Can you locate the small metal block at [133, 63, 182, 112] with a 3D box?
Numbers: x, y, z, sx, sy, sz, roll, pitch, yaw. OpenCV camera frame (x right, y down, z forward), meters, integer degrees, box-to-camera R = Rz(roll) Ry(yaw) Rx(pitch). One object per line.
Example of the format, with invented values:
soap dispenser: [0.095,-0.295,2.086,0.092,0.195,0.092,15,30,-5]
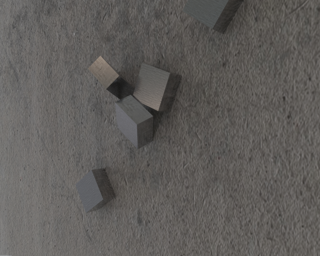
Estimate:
small metal block: [-0.005,-0.054,0.409,0.050,0.025,0.050,28,108,36]

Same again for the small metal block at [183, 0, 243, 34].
small metal block: [0.062,-0.144,0.354,0.050,0.025,0.050,44,116,31]

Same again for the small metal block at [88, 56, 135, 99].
small metal block: [-0.067,-0.068,0.440,0.025,0.050,0.050,-45,61,4]

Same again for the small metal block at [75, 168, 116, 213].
small metal block: [-0.103,0.099,0.490,0.050,0.025,0.050,-41,65,32]

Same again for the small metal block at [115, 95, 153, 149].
small metal block: [-0.035,-0.008,0.419,0.050,0.025,0.050,44,150,31]
